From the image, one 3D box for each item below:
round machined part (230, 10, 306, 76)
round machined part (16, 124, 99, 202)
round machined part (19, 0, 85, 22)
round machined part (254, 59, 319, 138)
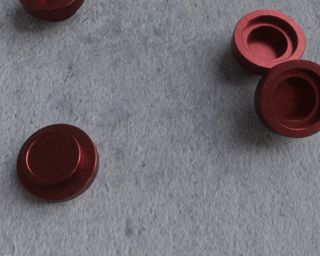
[{"bbox_3d":[0.150,-0.116,0.443,0.099,0.042,0.098,0,70,-1],"label":"round machined part"},{"bbox_3d":[-0.128,0.040,0.383,0.099,0.042,0.098,0,70,-1],"label":"round machined part"},{"bbox_3d":[-0.162,-0.203,0.471,0.099,0.042,0.098,0,70,-1],"label":"round machined part"},{"bbox_3d":[0.170,-0.037,0.403,0.099,0.042,0.097,0,94,-4],"label":"round machined part"}]
